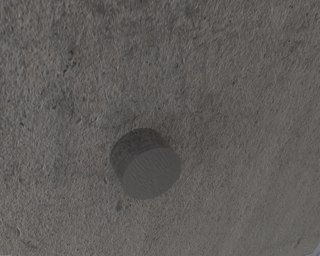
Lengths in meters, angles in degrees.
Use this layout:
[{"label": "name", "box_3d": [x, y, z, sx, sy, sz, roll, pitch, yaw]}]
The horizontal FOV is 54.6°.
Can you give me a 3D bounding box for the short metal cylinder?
[{"label": "short metal cylinder", "box_3d": [-0.019, 0.047, 0.408, 0.081, 0.050, 0.080, -14, 124, -21]}]
